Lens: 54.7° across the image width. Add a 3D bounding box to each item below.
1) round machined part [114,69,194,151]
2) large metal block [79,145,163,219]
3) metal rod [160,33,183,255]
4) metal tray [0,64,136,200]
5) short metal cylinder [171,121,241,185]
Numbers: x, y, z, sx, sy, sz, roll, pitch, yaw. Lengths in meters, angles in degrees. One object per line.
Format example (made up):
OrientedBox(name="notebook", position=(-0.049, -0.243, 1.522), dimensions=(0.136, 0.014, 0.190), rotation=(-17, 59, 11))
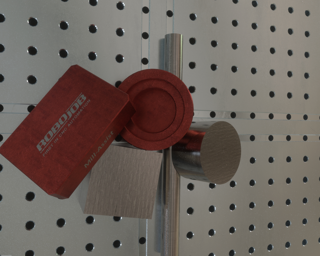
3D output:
OrientedBox(name="round machined part", position=(-0.008, -0.021, 0.387), dimensions=(0.099, 0.042, 0.097), rotation=(0, 89, 5))
OrientedBox(name="large metal block", position=(-0.049, 0.062, 0.381), dimensions=(0.081, 0.050, 0.080), rotation=(11, 86, -20))
OrientedBox(name="metal rod", position=(0.016, 0.024, 0.419), dimensions=(0.025, 0.025, 0.298), rotation=(1, 90, -20))
OrientedBox(name="metal tray", position=(-0.101, 0.001, 0.347), dimensions=(0.090, 0.030, 0.130), rotation=(32, 77, 22))
OrientedBox(name="short metal cylinder", position=(0.062, 0.031, 0.408), dimensions=(0.081, 0.050, 0.079), rotation=(0, 91, -40))
